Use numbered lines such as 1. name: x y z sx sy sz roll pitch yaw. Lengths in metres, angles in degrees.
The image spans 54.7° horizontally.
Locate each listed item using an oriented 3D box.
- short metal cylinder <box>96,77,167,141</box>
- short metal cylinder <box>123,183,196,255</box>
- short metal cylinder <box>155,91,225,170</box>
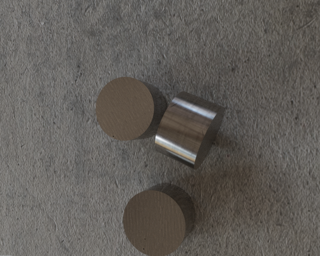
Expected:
1. short metal cylinder: -0.036 -0.024 0.408 0.080 0.050 0.080 0 90 20
2. short metal cylinder: 0.000 0.115 0.395 0.080 0.050 0.080 0 90 20
3. short metal cylinder: 0.036 0.003 0.367 0.050 0.080 0.080 25 98 18
